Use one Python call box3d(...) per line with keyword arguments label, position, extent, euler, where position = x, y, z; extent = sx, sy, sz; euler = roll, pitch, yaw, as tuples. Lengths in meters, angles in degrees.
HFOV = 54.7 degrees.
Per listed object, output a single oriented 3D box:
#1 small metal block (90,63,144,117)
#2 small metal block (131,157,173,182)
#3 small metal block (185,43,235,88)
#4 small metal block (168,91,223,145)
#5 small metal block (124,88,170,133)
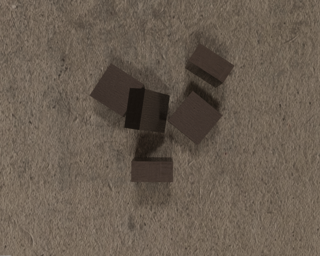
box3d(label="small metal block", position=(-0.056, -0.049, 0.409), extent=(0.050, 0.025, 0.050), euler=(33, 90, -1))
box3d(label="small metal block", position=(-0.010, 0.053, 0.397), extent=(0.050, 0.050, 0.025), euler=(1, 90, -1))
box3d(label="small metal block", position=(0.062, -0.079, 0.398), extent=(0.050, 0.050, 0.025), euler=(33, 90, -1))
box3d(label="small metal block", position=(0.046, -0.013, 0.411), extent=(0.050, 0.025, 0.050), euler=(40, 90, -1))
box3d(label="small metal block", position=(-0.016, -0.021, 0.395), extent=(0.025, 0.050, 0.050), euler=(8, 90, 38))
